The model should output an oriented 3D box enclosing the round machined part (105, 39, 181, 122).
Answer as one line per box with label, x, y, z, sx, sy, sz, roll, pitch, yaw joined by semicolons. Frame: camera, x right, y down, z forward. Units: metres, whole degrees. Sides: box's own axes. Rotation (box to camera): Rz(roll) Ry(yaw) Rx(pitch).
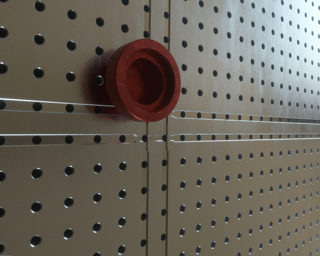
round machined part;-0.024;-0.056;0.380;0.099;0.042;0.097;0;90;-40
